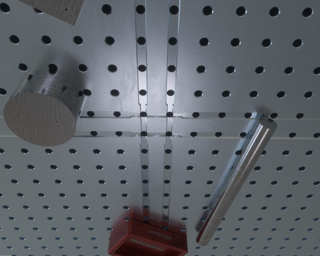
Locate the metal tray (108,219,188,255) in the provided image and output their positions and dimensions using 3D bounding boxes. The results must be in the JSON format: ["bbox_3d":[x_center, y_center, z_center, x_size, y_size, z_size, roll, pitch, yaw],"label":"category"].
[{"bbox_3d":[-0.023,0.229,0.602,0.131,0.030,0.090,25,126,-20],"label":"metal tray"}]

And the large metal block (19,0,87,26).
[{"bbox_3d":[-0.095,-0.150,0.267,0.080,0.050,0.080,22,127,-18],"label":"large metal block"}]

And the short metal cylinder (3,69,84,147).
[{"bbox_3d":[-0.137,-0.024,0.374,0.081,0.050,0.079,0,130,0],"label":"short metal cylinder"}]

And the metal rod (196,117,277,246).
[{"bbox_3d":[0.112,0.105,0.501,0.025,0.025,0.298,9,130,-8],"label":"metal rod"}]
